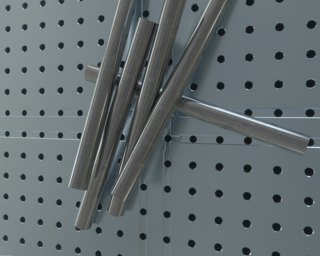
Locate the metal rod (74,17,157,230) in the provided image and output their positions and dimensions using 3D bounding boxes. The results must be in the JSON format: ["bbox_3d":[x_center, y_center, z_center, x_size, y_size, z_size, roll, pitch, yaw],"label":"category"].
[{"bbox_3d":[-0.063,0.005,0.414,0.025,0.025,0.298,25,105,18],"label":"metal rod"}]

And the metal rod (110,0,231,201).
[{"bbox_3d":[0.019,-0.050,0.380,0.025,0.025,0.299,27,89,17],"label":"metal rod"}]

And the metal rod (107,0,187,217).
[{"bbox_3d":[-0.020,-0.021,0.394,0.025,0.025,0.298,22,106,18],"label":"metal rod"}]

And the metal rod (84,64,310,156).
[{"bbox_3d":[0.033,-0.030,0.400,0.301,0.025,0.025,20,97,18],"label":"metal rod"}]

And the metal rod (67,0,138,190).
[{"bbox_3d":[-0.069,-0.068,0.408,0.025,0.025,0.299,12,83,19],"label":"metal rod"}]
